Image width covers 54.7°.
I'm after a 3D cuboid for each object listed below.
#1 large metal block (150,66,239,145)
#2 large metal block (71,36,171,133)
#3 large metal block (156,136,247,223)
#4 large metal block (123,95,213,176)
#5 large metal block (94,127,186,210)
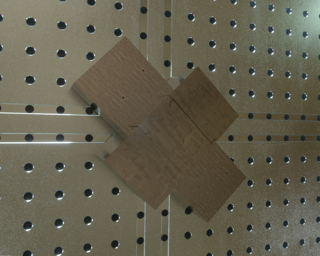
[{"bbox_3d":[0.040,-0.026,0.400,0.050,0.080,0.080,-46,105,-14],"label":"large metal block"},{"bbox_3d":[-0.048,-0.050,0.379,0.080,0.050,0.080,-47,105,-13],"label":"large metal block"},{"bbox_3d":[0.054,0.065,0.421,0.080,0.050,0.080,-45,105,-14],"label":"large metal block"},{"bbox_3d":[0.005,0.009,0.387,0.050,0.080,0.080,-46,105,-14],"label":"large metal block"},{"bbox_3d":[-0.028,0.044,0.374,0.050,0.080,0.080,-46,105,-14],"label":"large metal block"}]
